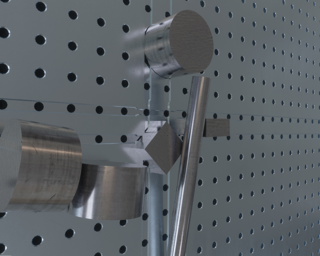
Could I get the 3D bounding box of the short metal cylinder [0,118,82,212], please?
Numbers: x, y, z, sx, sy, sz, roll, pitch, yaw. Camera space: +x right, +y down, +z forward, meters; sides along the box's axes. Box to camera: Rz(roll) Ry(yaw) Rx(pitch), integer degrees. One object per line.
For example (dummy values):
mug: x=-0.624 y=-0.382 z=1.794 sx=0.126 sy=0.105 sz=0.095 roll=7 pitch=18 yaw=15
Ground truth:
short metal cylinder: x=-0.113 y=0.035 z=0.279 sx=0.050 sy=0.080 sz=0.080 roll=13 pitch=82 yaw=-40

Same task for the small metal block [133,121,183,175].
small metal block: x=0.000 y=0.026 z=0.410 sx=0.050 sy=0.025 sz=0.050 roll=-52 pitch=121 yaw=-27

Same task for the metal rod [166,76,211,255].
metal rod: x=0.034 y=0.081 z=0.414 sx=0.025 sy=0.025 sz=0.298 roll=5 pitch=94 yaw=-40

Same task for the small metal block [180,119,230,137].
small metal block: x=0.065 y=-0.001 z=0.448 sx=0.050 sy=0.050 sz=0.025 roll=-1 pitch=91 yaw=-40

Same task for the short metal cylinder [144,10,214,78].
short metal cylinder: x=0.026 y=-0.110 z=0.414 sx=0.081 sy=0.050 sz=0.079 roll=1 pitch=89 yaw=-40

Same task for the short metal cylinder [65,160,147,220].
short metal cylinder: x=-0.056 y=0.062 z=0.327 sx=0.081 sy=0.080 sz=0.050 roll=8 pitch=85 yaw=-40
